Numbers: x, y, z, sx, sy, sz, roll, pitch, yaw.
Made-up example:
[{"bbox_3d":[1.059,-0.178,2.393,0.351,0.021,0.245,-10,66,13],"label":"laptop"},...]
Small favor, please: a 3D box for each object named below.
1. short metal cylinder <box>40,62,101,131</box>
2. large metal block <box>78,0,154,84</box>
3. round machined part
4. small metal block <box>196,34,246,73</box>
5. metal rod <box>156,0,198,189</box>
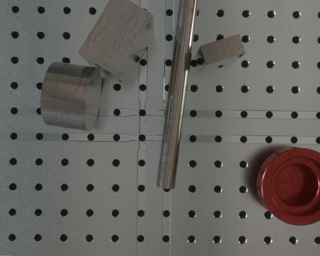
[{"bbox_3d":[-0.107,-0.039,0.385,0.050,0.080,0.080,8,90,0],"label":"short metal cylinder"},{"bbox_3d":[-0.050,-0.105,0.385,0.050,0.080,0.080,31,90,-1],"label":"large metal block"},{"bbox_3d":[0.176,0.074,0.407,0.099,0.042,0.097,0,90,-1],"label":"round machined part"},{"bbox_3d":[0.077,-0.096,0.402,0.050,0.050,0.025,-18,90,0],"label":"small metal block"},{"bbox_3d":[0.026,-0.069,0.413,0.025,0.025,0.298,7,90,-1],"label":"metal rod"}]
